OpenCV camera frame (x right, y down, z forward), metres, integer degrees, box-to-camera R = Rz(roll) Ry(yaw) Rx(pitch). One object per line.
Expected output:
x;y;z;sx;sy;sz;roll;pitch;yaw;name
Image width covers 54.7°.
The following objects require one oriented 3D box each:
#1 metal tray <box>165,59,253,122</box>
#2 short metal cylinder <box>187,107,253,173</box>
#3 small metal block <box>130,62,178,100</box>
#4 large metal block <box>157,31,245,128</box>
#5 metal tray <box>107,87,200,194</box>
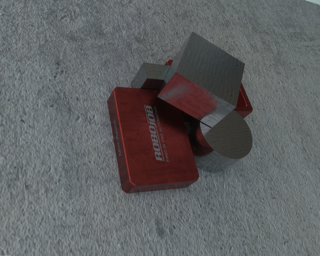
0.071;-0.056;0.474;0.131;0.030;0.090;-2;63;-29;metal tray
0.077;0.015;0.421;0.081;0.050;0.080;13;57;-20;short metal cylinder
-0.007;-0.061;0.423;0.050;0.050;0.025;1;62;-28;small metal block
0.053;-0.061;0.389;0.080;0.050;0.080;29;52;-10;large metal block
-0.011;0.012;0.390;0.091;0.030;0.130;1;62;-28;metal tray
